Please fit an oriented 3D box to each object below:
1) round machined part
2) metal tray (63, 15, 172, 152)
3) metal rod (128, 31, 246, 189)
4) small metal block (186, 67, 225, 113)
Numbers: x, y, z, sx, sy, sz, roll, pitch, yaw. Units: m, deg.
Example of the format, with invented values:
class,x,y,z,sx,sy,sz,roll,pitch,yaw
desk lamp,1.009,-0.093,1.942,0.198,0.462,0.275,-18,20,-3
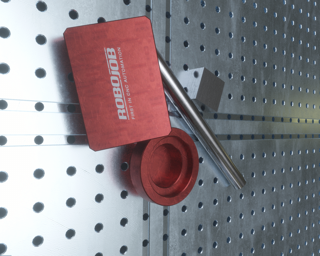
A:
class,x,y,z,sx,sy,sz,roll,pitch,yaw
round machined part,0.002,0.047,0.399,0.099,0.042,0.097,0,90,-40
metal tray,-0.044,-0.047,0.339,0.091,0.030,0.129,-12,98,-8
metal rod,0.051,-0.012,0.451,0.300,0.025,0.025,52,60,-27
small metal block,0.067,-0.056,0.465,0.050,0.025,0.050,26,74,-37
